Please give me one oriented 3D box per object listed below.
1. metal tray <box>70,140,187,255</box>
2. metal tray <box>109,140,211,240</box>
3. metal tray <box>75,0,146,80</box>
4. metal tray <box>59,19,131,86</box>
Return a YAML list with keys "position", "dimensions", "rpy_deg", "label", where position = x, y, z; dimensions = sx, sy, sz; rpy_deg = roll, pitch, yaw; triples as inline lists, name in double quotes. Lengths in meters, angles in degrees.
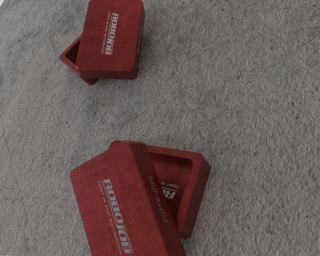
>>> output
- position: [-0.038, 0.089, 0.323]
  dimensions: [0.090, 0.030, 0.130]
  rpy_deg: [-29, 72, 25]
  label: "metal tray"
- position: [-0.015, 0.067, 0.367]
  dimensions: [0.130, 0.030, 0.090]
  rpy_deg: [7, 65, 31]
  label: "metal tray"
- position: [-0.076, -0.143, 0.496]
  dimensions: [0.090, 0.030, 0.130]
  rpy_deg: [3, 72, 7]
  label: "metal tray"
- position: [-0.106, -0.145, 0.545]
  dimensions: [0.130, 0.030, 0.090]
  rpy_deg: [-48, 51, -6]
  label: "metal tray"
